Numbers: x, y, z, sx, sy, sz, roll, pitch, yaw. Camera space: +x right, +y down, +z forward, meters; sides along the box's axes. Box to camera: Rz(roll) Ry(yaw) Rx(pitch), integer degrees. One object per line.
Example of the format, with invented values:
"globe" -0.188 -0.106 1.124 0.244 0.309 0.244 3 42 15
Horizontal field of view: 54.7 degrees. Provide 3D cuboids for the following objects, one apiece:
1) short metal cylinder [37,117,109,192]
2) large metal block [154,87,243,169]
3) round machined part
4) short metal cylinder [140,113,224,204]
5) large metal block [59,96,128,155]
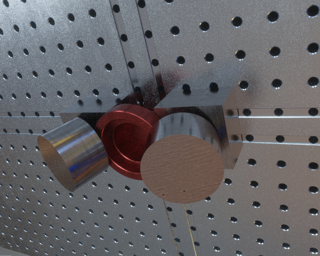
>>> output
"short metal cylinder" -0.110 0.033 0.392 0.080 0.050 0.079 32 140 33
"large metal block" 0.048 0.000 0.369 0.080 0.050 0.080 -1 118 28
"round machined part" -0.028 0.013 0.385 0.098 0.042 0.097 13 124 21
"short metal cylinder" 0.023 0.030 0.320 0.080 0.050 0.079 2 116 5
"large metal block" -0.083 0.003 0.441 0.080 0.050 0.080 1 119 28
